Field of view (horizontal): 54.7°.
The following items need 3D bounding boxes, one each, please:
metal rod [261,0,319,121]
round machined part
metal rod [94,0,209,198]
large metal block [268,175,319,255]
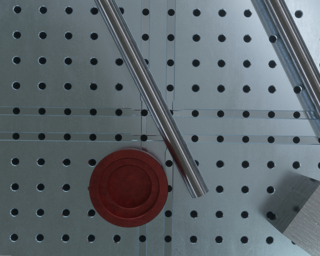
[{"bbox_3d":[0.174,-0.121,0.414,0.025,0.025,0.299,-26,90,0],"label":"metal rod"},{"bbox_3d":[-0.039,0.075,0.404,0.099,0.042,0.097,0,90,0],"label":"round machined part"},{"bbox_3d":[-0.012,-0.046,0.413,0.025,0.025,0.299,-26,90,0],"label":"metal rod"},{"bbox_3d":[0.205,0.121,0.402,0.080,0.050,0.080,37,90,0],"label":"large metal block"}]
